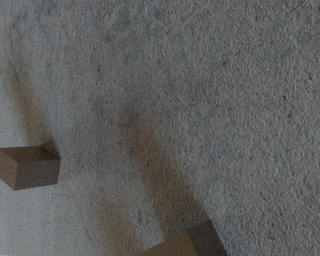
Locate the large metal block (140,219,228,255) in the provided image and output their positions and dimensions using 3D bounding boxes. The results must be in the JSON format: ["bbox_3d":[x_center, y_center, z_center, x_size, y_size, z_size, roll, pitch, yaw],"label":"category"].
[{"bbox_3d":[0.034,0.165,0.360,0.080,0.050,0.080,-39,66,33],"label":"large metal block"}]

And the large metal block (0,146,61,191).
[{"bbox_3d":[-0.244,0.071,0.571,0.080,0.081,0.050,20,103,38],"label":"large metal block"}]
